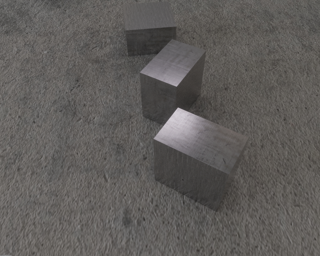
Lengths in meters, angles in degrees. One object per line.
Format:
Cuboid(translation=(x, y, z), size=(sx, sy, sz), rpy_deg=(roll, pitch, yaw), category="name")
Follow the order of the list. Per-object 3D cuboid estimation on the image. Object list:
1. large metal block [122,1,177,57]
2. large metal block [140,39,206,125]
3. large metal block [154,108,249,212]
Cuboid(translation=(-0.019, -0.171, 0.530), size=(0.081, 0.050, 0.080), rpy_deg=(-6, 50, -5), category="large metal block")
Cuboid(translation=(0.018, -0.058, 0.416), size=(0.050, 0.080, 0.080), rpy_deg=(24, 54, 19), category="large metal block")
Cuboid(translation=(0.041, 0.035, 0.338), size=(0.080, 0.080, 0.050), rpy_deg=(25, 54, 19), category="large metal block")
